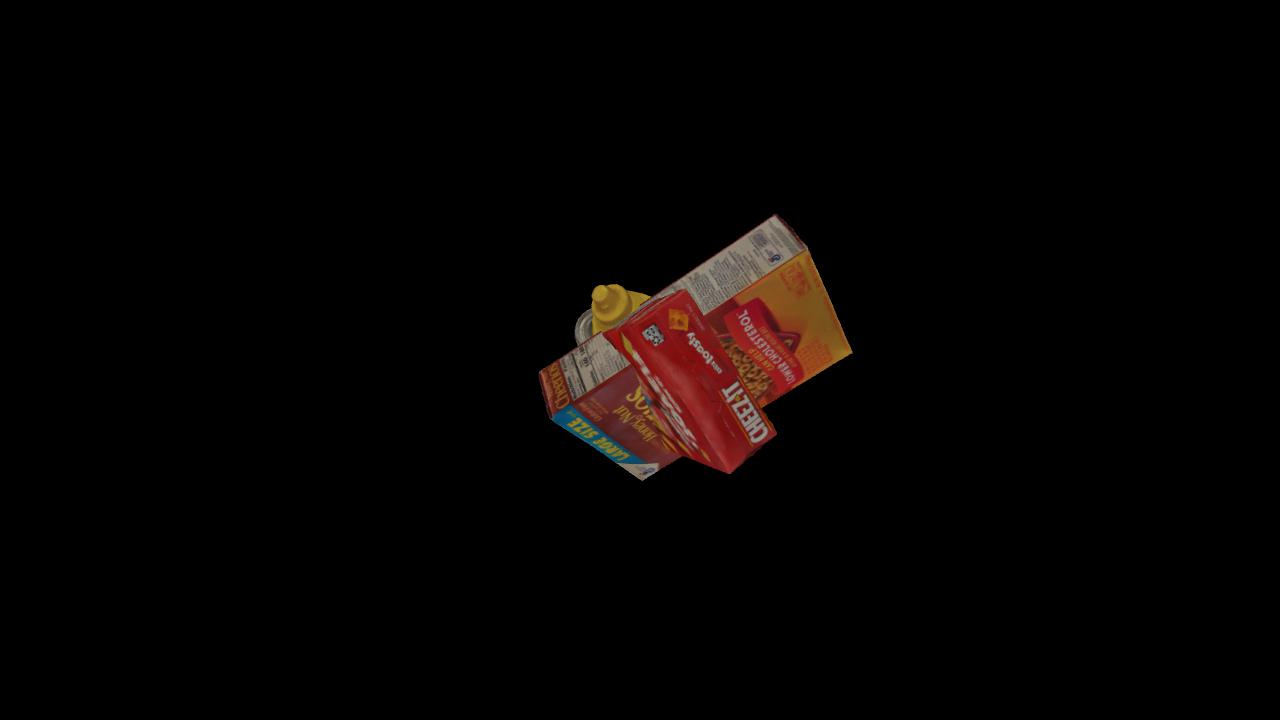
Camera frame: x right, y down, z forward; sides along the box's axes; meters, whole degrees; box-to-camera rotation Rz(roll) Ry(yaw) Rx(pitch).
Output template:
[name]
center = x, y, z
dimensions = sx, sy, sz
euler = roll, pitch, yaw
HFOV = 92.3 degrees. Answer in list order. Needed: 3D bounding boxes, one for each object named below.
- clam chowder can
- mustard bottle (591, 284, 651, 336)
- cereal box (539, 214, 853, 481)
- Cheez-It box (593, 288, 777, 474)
[clam chowder can]
center = -0.038, -0.009, 0.718
dimensions = 0.068, 0.068, 0.102
euler = 0, -30, 2
[mustard bottle]
center = -0.004, -0.034, 0.683
dimensions = 0.092, 0.054, 0.184
euler = -5, -23, 23
[cereal box]
center = 0.068, 0.004, 0.689
dimensions = 0.306, 0.081, 0.203
euler = -33, -41, 9
[Cheez-It box]
center = 0.030, 0.022, 0.654
dimensions = 0.071, 0.166, 0.223
euler = -36, 8, -14
